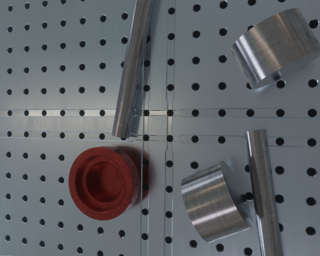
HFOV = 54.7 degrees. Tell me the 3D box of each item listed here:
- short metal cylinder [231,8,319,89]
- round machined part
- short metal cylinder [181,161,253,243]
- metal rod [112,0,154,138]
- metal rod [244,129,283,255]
[{"bbox_3d":[0.126,-0.084,0.339,0.080,0.080,0.050,-28,81,18],"label":"short metal cylinder"},{"bbox_3d":[-0.073,0.074,0.429,0.098,0.042,0.097,0,90,20],"label":"round machined part"},{"bbox_3d":[0.066,0.085,0.360,0.050,0.080,0.080,-27,81,18],"label":"short metal cylinder"},{"bbox_3d":[-0.028,-0.135,0.422,0.025,0.025,0.298,12,94,19],"label":"metal rod"},{"bbox_3d":[0.132,0.151,0.365,0.025,0.025,0.298,-8,87,20],"label":"metal rod"}]
